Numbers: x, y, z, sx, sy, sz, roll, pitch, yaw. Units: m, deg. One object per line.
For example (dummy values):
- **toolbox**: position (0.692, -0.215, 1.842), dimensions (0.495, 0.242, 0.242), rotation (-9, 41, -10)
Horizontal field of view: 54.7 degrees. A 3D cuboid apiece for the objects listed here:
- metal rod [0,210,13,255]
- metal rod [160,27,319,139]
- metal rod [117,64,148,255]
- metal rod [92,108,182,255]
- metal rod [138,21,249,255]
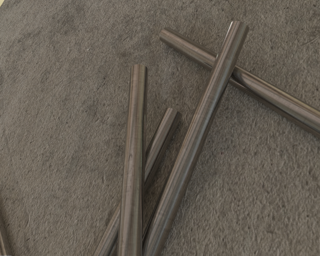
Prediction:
- **metal rod**: position (-0.202, 0.178, 0.400), dimensions (0.025, 0.025, 0.300), rotation (-42, 51, -1)
- **metal rod**: position (0.095, -0.068, 0.395), dimensions (0.025, 0.025, 0.300), rotation (-45, 51, -3)
- **metal rod**: position (-0.030, 0.048, 0.356), dimensions (0.025, 0.025, 0.299), rotation (-13, 57, 21)
- **metal rod**: position (-0.045, 0.108, 0.361), dimensions (0.025, 0.025, 0.300), rotation (14, 69, 34)
- **metal rod**: position (0.042, 0.008, 0.357), dimensions (0.025, 0.025, 0.299), rotation (15, 75, 34)
